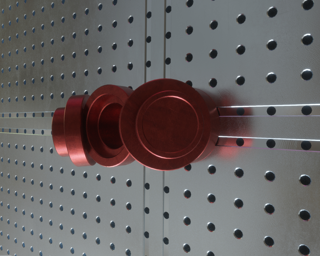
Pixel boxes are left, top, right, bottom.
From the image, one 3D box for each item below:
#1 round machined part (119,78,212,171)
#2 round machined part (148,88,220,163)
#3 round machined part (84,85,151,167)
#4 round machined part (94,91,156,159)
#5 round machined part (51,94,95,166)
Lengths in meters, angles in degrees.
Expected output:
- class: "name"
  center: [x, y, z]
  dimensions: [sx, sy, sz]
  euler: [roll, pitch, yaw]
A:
- class: "round machined part"
  center: [0.007, -0.004, 0.324]
  dimensions: [0.042, 0.099, 0.097]
  euler: [-179, 89, -80]
- class: "round machined part"
  center: [0.020, -0.003, 0.380]
  dimensions: [0.098, 0.042, 0.097]
  euler: [0, 90, 39]
- class: "round machined part"
  center: [-0.049, -0.003, 0.381]
  dimensions: [0.098, 0.042, 0.097]
  euler: [0, 90, 39]
- class: "round machined part"
  center: [-0.056, -0.004, 0.442]
  dimensions: [0.098, 0.042, 0.097]
  euler: [0, 90, 39]
- class: "round machined part"
  center: [-0.115, 0.004, 0.424]
  dimensions: [0.042, 0.098, 0.097]
  euler: [-4, 87, 2]
